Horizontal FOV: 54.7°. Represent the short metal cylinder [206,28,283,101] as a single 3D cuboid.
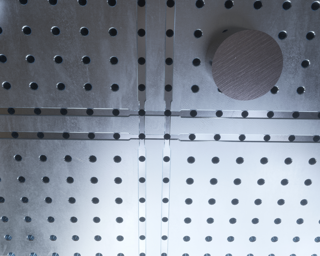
[{"bbox_3d":[0.099,-0.078,0.373,0.081,0.050,0.079,0,110,-1],"label":"short metal cylinder"}]
